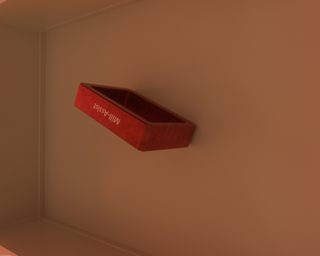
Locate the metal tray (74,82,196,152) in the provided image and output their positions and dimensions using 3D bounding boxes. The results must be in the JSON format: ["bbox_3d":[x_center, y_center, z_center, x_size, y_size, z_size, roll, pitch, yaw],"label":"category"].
[{"bbox_3d":[-0.032,-0.016,0.384,0.130,0.091,0.030,31,109,35],"label":"metal tray"}]
